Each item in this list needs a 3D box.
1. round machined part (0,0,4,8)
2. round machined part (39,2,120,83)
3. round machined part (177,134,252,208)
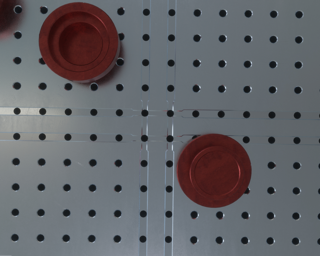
[{"bbox_3d":[-0.251,-0.178,0.403,0.099,0.042,0.097,0,90,0],"label":"round machined part"},{"bbox_3d":[-0.101,-0.108,0.404,0.099,0.042,0.097,0,90,0],"label":"round machined part"},{"bbox_3d":[0.071,0.056,0.405,0.099,0.042,0.097,0,90,0],"label":"round machined part"}]
